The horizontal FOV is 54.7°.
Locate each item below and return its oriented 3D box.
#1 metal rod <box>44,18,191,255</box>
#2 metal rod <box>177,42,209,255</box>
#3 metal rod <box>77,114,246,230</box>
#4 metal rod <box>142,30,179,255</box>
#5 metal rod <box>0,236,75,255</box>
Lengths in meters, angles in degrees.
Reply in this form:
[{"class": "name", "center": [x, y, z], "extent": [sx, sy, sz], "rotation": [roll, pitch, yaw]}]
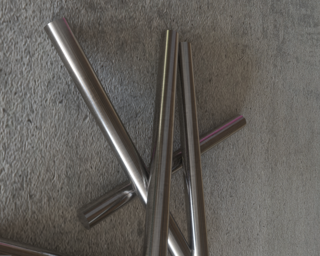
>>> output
[{"class": "metal rod", "center": [-0.040, 0.024, 0.346], "extent": [0.025, 0.025, 0.299], "rotation": [-35, 104, -34]}, {"class": "metal rod", "center": [0.041, 0.032, 0.406], "extent": [0.025, 0.025, 0.298], "rotation": [5, 77, -40]}, {"class": "metal rod", "center": [0.025, 0.044, 0.425], "extent": [0.302, 0.025, 0.025], "rotation": [-27, 107, -37]}, {"class": "metal rod", "center": [0.003, 0.014, 0.358], "extent": [0.025, 0.025, 0.299], "rotation": [23, 60, -38]}, {"class": "metal rod", "center": [-0.060, 0.170, 0.354], "extent": [0.301, 0.025, 0.025], "rotation": [34, 69, -35]}]
